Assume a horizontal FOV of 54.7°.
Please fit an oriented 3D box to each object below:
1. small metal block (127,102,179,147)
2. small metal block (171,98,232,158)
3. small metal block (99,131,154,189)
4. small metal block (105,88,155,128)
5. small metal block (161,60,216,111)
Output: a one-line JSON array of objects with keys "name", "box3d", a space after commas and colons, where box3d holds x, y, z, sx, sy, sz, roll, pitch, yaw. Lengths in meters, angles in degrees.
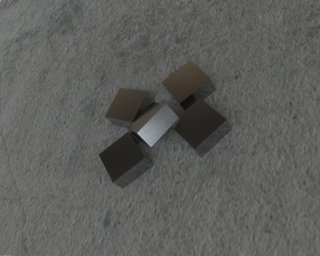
[{"name": "small metal block", "box3d": [-0.010, -0.006, 0.394, 0.050, 0.025, 0.050, -46, 19, -10]}, {"name": "small metal block", "box3d": [0.050, -0.001, 0.378, 0.050, 0.025, 0.050, -43, 51, -2]}, {"name": "small metal block", "box3d": [-0.044, 0.041, 0.400, 0.050, 0.025, 0.050, -38, 51, 2]}, {"name": "small metal block", "box3d": [-0.043, -0.027, 0.442, 0.050, 0.025, 0.050, 12, 68, 33]}, {"name": "small metal block", "box3d": [0.038, -0.056, 0.417, 0.050, 0.025, 0.050, -38, 51, 2]}]
